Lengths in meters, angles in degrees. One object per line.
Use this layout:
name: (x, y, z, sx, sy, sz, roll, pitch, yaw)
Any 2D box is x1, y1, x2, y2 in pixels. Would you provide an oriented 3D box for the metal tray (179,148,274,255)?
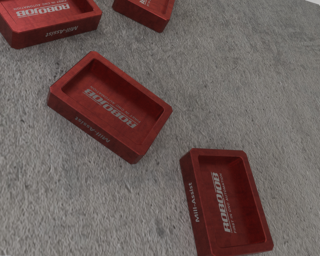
metal tray: (0.081, 0.091, 0.387, 0.091, 0.030, 0.130, 5, 60, -26)

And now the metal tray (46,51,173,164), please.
metal tray: (-0.059, -0.027, 0.385, 0.130, 0.030, 0.090, 36, 51, -4)

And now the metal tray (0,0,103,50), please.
metal tray: (-0.156, -0.163, 0.415, 0.131, 0.030, 0.090, -31, 79, -38)

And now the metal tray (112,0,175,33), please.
metal tray: (-0.020, -0.231, 0.530, 0.090, 0.030, 0.130, 23, 53, -14)
